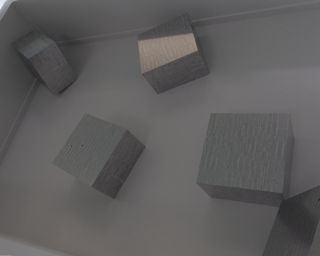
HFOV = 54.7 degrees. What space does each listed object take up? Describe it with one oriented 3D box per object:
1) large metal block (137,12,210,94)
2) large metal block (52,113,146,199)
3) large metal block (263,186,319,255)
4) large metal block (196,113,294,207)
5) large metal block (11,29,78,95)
[{"bbox_3d":[0.018,-0.106,0.446,0.080,0.050,0.080,-20,54,16],"label":"large metal block"},{"bbox_3d":[-0.080,0.035,0.410,0.080,0.050,0.080,20,72,35],"label":"large metal block"},{"bbox_3d":[0.120,0.096,0.234,0.050,0.080,0.080,27,67,8],"label":"large metal block"},{"bbox_3d":[0.091,0.032,0.322,0.080,0.050,0.080,2,63,29],"label":"large metal block"},{"bbox_3d":[-0.202,-0.116,0.542,0.050,0.080,0.080,-41,50,-17],"label":"large metal block"}]
